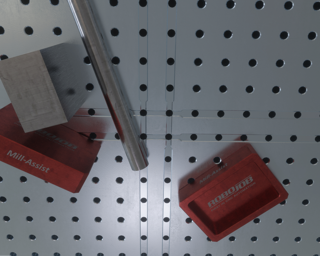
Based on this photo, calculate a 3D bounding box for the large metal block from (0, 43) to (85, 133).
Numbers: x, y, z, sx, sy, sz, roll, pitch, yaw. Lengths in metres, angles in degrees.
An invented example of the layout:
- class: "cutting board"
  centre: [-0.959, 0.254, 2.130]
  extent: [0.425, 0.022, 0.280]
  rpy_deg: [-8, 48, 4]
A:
- class: "large metal block"
  centre: [-0.135, -0.050, 0.364]
  extent: [0.050, 0.080, 0.080]
  rpy_deg: [-14, 110, 5]

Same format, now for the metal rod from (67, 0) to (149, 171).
- class: "metal rod"
  centre: [-0.072, -0.080, 0.383]
  extent: [0.025, 0.025, 0.298]
  rpy_deg: [-16, 110, 6]

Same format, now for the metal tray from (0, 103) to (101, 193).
- class: "metal tray"
  centre: [-0.146, 0.021, 0.385]
  extent: [0.131, 0.090, 0.030]
  rpy_deg: [27, 108, -10]

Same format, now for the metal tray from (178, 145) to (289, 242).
- class: "metal tray"
  centre: [0.103, 0.096, 0.447]
  extent: [0.130, 0.030, 0.090]
  rpy_deg: [-37, 106, 12]
